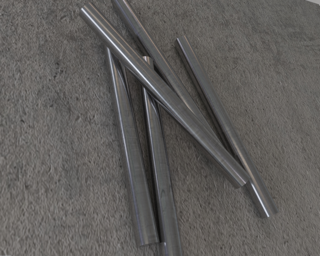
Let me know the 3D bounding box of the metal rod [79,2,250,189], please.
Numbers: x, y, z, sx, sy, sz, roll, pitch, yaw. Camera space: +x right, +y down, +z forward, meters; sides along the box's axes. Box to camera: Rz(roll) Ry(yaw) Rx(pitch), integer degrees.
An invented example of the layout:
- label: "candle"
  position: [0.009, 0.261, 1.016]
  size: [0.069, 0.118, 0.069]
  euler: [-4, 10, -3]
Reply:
- label: "metal rod"
  position: [0.005, -0.042, 0.399]
  size: [0.300, 0.025, 0.025]
  euler: [48, 51, 1]

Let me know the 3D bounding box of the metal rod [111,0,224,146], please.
- label: "metal rod"
  position: [0.008, -0.081, 0.457]
  size: [0.025, 0.025, 0.299]
  euler: [-21, 73, -36]

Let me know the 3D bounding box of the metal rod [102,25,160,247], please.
- label: "metal rod"
  position: [-0.043, -0.010, 0.386]
  size: [0.025, 0.025, 0.299]
  euler: [1, 61, -28]

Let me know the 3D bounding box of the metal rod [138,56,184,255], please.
- label: "metal rod"
  position: [-0.003, 0.035, 0.380]
  size: [0.025, 0.025, 0.299]
  euler: [6, 59, -25]

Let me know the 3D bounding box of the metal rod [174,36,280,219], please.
- label: "metal rod"
  position: [0.091, -0.014, 0.460]
  size: [0.025, 0.025, 0.299]
  euler: [-11, 67, -33]
